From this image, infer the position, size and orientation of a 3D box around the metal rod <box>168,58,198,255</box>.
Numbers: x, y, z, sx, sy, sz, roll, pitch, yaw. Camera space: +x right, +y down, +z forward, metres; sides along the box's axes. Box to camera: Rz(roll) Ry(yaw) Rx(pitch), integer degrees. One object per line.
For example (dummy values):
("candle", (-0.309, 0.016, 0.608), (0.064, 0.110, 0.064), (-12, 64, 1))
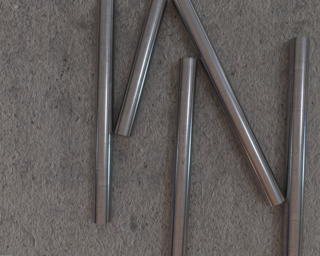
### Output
("metal rod", (0.029, 0.059, 0.410), (0.025, 0.025, 0.298), (3, 90, 0))

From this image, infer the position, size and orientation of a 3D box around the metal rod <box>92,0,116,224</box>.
("metal rod", (-0.073, -0.026, 0.409), (0.025, 0.025, 0.298), (1, 90, 0))

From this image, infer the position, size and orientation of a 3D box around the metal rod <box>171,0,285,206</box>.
("metal rod", (0.090, -0.038, 0.410), (0.025, 0.025, 0.299), (-25, 90, 0))

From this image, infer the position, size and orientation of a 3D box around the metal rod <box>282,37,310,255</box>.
("metal rod", (0.180, 0.032, 0.411), (0.025, 0.025, 0.298), (2, 90, 0))

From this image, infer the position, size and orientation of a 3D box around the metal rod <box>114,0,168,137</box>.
("metal rod", (-0.011, -0.135, 0.409), (0.025, 0.025, 0.298), (15, 90, 0))
